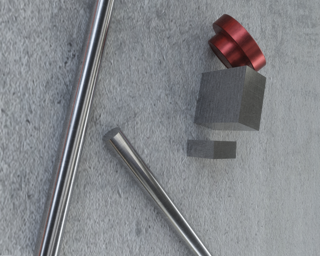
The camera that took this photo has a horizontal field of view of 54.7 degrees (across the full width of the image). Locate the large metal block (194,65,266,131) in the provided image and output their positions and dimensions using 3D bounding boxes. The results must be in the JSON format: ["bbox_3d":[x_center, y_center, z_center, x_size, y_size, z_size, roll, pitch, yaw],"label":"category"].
[{"bbox_3d":[0.102,-0.040,0.457,0.050,0.080,0.080,18,79,-39],"label":"large metal block"}]

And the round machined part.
[{"bbox_3d":[0.110,-0.118,0.464,0.042,0.098,0.098,-40,122,9],"label":"round machined part"}]

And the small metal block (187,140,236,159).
[{"bbox_3d":[0.076,0.031,0.455,0.050,0.050,0.025,3,88,-40],"label":"small metal block"}]

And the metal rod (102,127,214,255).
[{"bbox_3d":[0.018,0.120,0.422,0.025,0.025,0.299,-49,119,-29],"label":"metal rod"}]

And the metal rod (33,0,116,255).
[{"bbox_3d":[-0.088,-0.015,0.332,0.025,0.025,0.299,18,79,-39],"label":"metal rod"}]
